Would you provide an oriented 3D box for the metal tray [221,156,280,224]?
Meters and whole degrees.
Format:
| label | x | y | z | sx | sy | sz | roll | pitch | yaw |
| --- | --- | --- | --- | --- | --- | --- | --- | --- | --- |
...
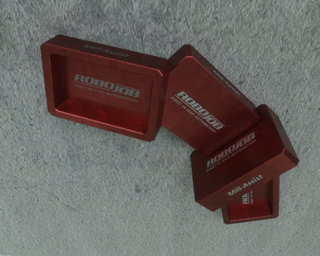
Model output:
| label | x | y | z | sx | sy | sz | roll | pitch | yaw |
| --- | --- | --- | --- | --- | --- | --- | --- | --- | --- |
| metal tray | 0.138 | 0.100 | 0.489 | 0.090 | 0.030 | 0.129 | -10 | 130 | 8 |

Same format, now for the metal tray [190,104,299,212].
| label | x | y | z | sx | sy | sz | roll | pitch | yaw |
| --- | --- | --- | --- | --- | --- | --- | --- | --- | --- |
| metal tray | 0.099 | 0.039 | 0.398 | 0.030 | 0.090 | 0.130 | 36 | 121 | -27 |

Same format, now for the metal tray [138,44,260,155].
| label | x | y | z | sx | sy | sz | roll | pitch | yaw |
| --- | --- | --- | --- | --- | --- | --- | --- | --- | --- |
| metal tray | 0.046 | -0.028 | 0.380 | 0.130 | 0.030 | 0.090 | 36 | 121 | -27 |

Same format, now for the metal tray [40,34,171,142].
| label | x | y | z | sx | sy | sz | roll | pitch | yaw |
| --- | --- | --- | --- | --- | --- | --- | --- | --- | --- |
| metal tray | -0.060 | -0.042 | 0.339 | 0.131 | 0.030 | 0.089 | 15 | 127 | 9 |
